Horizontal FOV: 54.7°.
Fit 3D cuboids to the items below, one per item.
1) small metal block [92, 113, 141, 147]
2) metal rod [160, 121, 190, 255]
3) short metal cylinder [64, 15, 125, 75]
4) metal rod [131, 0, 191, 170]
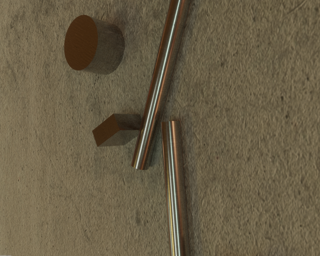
[{"bbox_3d":[-0.057,0.003,0.434,0.050,0.050,0.025,-34,69,34],"label":"small metal block"},{"bbox_3d":[0.023,0.141,0.383,0.025,0.025,0.298,-7,86,39],"label":"metal rod"},{"bbox_3d":[-0.100,-0.124,0.468,0.080,0.050,0.079,0,90,39],"label":"short metal cylinder"},{"bbox_3d":[0.008,-0.089,0.396,0.025,0.025,0.298,23,104,37],"label":"metal rod"}]
